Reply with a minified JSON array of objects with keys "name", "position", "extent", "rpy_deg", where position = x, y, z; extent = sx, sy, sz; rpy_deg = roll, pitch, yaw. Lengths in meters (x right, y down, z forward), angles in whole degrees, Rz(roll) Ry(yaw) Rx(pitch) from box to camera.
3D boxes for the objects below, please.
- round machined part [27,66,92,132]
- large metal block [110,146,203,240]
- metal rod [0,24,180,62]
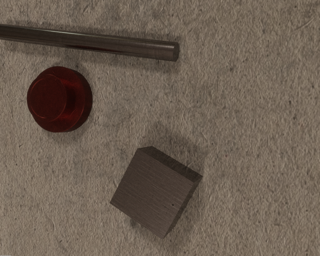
[{"name":"round machined part","position":[-0.152,-0.042,0.452],"extent":[0.098,0.042,0.097],"rpy_deg":[0,90,19]},{"name":"large metal block","position":[-0.004,0.079,0.396],"extent":[0.080,0.050,0.080],"rpy_deg":[30,100,17]},{"name":"metal rod","position":[-0.119,-0.127,0.449],"extent":[0.301,0.025,0.025],"rpy_deg":[11,94,19]}]
